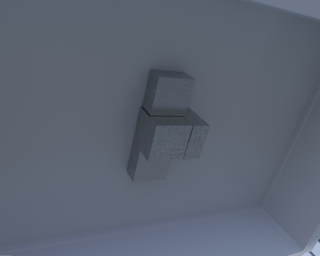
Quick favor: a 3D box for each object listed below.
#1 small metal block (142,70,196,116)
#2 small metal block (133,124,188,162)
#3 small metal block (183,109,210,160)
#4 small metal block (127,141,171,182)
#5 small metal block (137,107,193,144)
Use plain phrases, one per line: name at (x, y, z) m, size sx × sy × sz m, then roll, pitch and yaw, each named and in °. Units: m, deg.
small metal block at (0.011, -0.043, 0.385) m, size 0.050 × 0.025 × 0.050 m, roll 0°, pitch 119°, yaw -28°
small metal block at (0.000, 0.018, 0.401) m, size 0.050 × 0.050 × 0.025 m, roll 0°, pitch 119°, yaw -28°
small metal block at (0.036, 0.007, 0.414) m, size 0.025 × 0.050 × 0.050 m, roll 0°, pitch 119°, yaw -28°
small metal block at (-0.014, 0.045, 0.426) m, size 0.050 × 0.025 × 0.050 m, roll 0°, pitch 119°, yaw -28°
small metal block at (0.005, -0.004, 0.390) m, size 0.050 × 0.050 × 0.025 m, roll 0°, pitch 119°, yaw -28°
